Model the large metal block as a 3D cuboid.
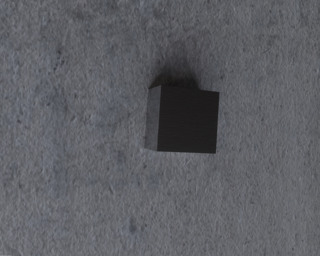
[{"bbox_3d":[0.028,-0.009,0.407,0.081,0.050,0.080,4,89,-20],"label":"large metal block"}]
